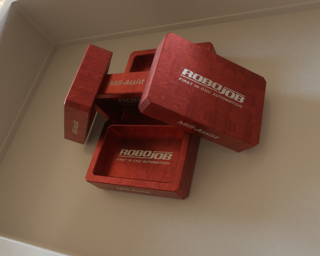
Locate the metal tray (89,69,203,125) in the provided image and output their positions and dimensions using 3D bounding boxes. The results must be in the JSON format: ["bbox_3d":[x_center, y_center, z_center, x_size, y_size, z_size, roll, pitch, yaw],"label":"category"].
[{"bbox_3d":[-0.020,-0.032,0.392,0.130,0.090,0.030,1,62,28],"label":"metal tray"}]

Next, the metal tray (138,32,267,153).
[{"bbox_3d":[0.051,-0.037,0.341,0.030,0.131,0.090,-40,31,61],"label":"metal tray"}]

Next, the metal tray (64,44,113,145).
[{"bbox_3d":[-0.100,-0.040,0.422,0.030,0.129,0.090,19,65,-9],"label":"metal tray"}]

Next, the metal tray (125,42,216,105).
[{"bbox_3d":[0.010,-0.071,0.439,0.130,0.030,0.090,0,62,27],"label":"metal tray"}]

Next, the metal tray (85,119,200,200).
[{"bbox_3d":[-0.022,0.035,0.388,0.130,0.030,0.090,1,62,28],"label":"metal tray"}]
